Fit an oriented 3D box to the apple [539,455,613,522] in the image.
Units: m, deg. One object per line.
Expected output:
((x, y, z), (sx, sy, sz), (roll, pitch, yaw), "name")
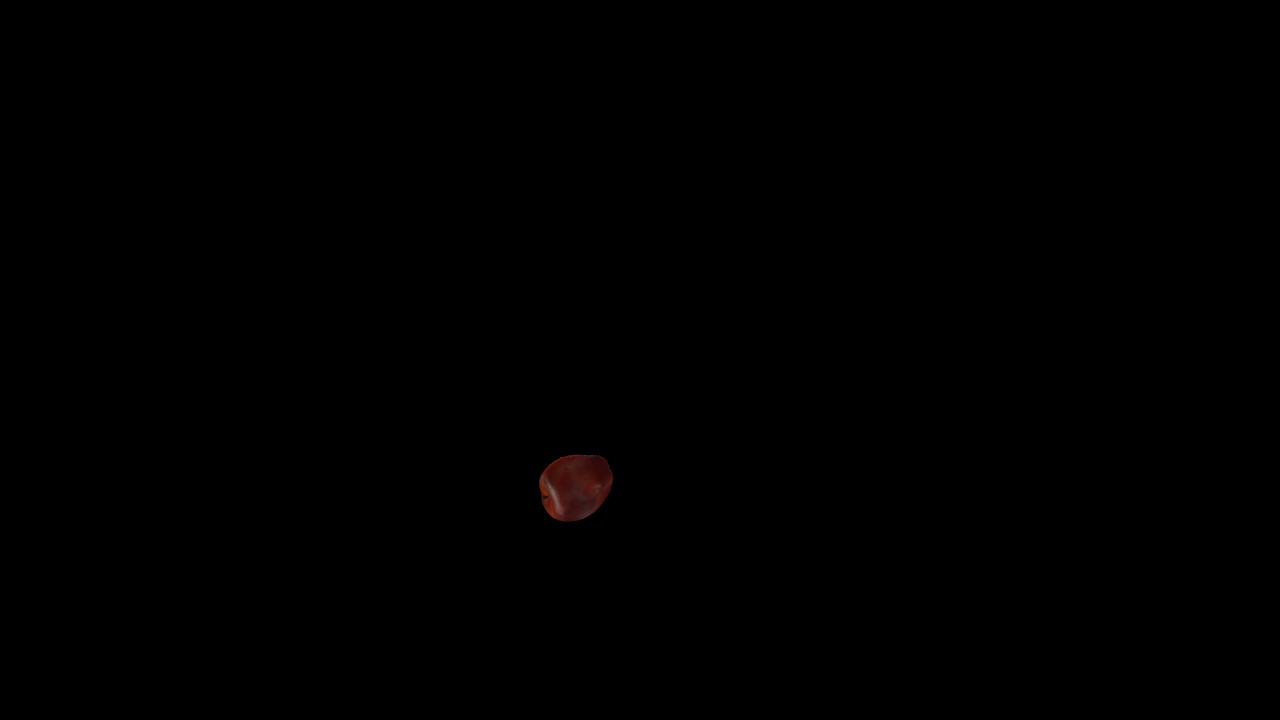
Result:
((-0.078, 0.153, 0.748), (0.093, 0.079, 0.079), (-18, 10, -31), "apple")
